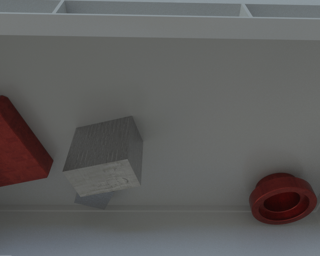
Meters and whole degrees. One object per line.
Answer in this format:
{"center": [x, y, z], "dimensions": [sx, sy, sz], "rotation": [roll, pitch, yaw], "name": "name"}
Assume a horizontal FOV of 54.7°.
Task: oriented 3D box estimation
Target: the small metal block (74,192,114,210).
{"center": [-0.104, 0.101, 0.494], "dimensions": [0.050, 0.025, 0.050], "rotation": [18, 128, -15], "name": "small metal block"}

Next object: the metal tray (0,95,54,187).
{"center": [-0.219, 0.024, 0.423], "dimensions": [0.090, 0.030, 0.129], "rotation": [-12, 130, 9], "name": "metal tray"}

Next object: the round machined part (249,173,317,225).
{"center": [0.192, 0.109, 0.494], "dimensions": [0.099, 0.042, 0.097], "rotation": [-1, 130, 0], "name": "round machined part"}

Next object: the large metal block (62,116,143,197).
{"center": [-0.069, 0.036, 0.402], "dimensions": [0.080, 0.080, 0.050], "rotation": [-12, 129, 9], "name": "large metal block"}
